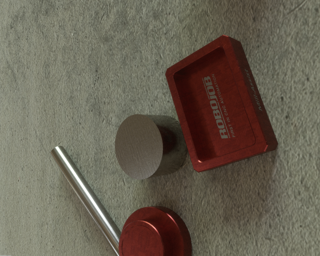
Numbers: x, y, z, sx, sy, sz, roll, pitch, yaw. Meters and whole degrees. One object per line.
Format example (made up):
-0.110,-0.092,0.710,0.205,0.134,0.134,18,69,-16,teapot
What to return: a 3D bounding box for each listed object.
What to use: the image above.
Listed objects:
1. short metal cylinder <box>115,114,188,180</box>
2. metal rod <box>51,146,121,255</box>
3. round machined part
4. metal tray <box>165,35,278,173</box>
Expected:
-0.012,0.023,0.396,0.080,0.050,0.079,0,90,39,short metal cylinder
-0.093,0.136,0.478,0.300,0.025,0.025,46,117,29,metal rod
-0.013,0.150,0.391,0.098,0.042,0.097,-6,78,32,round machined part
0.064,-0.024,0.347,0.090,0.030,0.129,-25,74,37,metal tray
